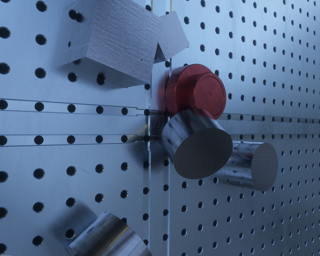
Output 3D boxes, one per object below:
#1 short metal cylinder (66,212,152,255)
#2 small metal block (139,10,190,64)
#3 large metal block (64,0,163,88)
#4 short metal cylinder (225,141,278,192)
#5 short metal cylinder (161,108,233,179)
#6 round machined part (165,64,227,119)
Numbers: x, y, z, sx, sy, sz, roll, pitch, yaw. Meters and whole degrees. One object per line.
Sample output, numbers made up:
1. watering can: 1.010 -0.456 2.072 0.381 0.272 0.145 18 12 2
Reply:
1. short metal cylinder: -0.053 0.137 0.329 0.050 0.080 0.080 -40 115 -33
2. small metal block: 0.006 -0.121 0.414 0.050 0.025 0.050 -40 114 -33
3. large metal block: -0.051 -0.098 0.350 0.080 0.050 0.080 18 79 -39
4. short metal cylinder: 0.155 0.063 0.523 0.081 0.050 0.080 0 91 -40
5. short metal cylinder: 0.048 0.021 0.408 0.081 0.050 0.079 -10 125 -14
6. round machined part: 0.058 -0.044 0.447 0.099 0.042 0.097 0 90 -40
